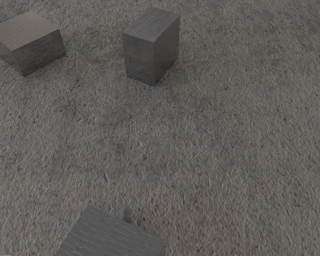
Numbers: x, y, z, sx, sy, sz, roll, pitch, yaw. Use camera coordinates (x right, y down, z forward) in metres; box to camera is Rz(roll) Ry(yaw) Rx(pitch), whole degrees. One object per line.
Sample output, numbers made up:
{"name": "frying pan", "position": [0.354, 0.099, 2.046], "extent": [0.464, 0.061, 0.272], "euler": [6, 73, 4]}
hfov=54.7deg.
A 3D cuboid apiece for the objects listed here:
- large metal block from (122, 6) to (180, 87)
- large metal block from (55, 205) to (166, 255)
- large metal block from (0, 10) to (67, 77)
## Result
{"name": "large metal block", "position": [-0.011, -0.124, 0.471], "extent": [0.050, 0.080, 0.080], "euler": [23, 54, 18]}
{"name": "large metal block", "position": [-0.049, 0.129, 0.278], "extent": [0.080, 0.050, 0.080], "euler": [20, 53, 16]}
{"name": "large metal block", "position": [-0.214, -0.139, 0.502], "extent": [0.080, 0.050, 0.080], "euler": [37, 59, 26]}
